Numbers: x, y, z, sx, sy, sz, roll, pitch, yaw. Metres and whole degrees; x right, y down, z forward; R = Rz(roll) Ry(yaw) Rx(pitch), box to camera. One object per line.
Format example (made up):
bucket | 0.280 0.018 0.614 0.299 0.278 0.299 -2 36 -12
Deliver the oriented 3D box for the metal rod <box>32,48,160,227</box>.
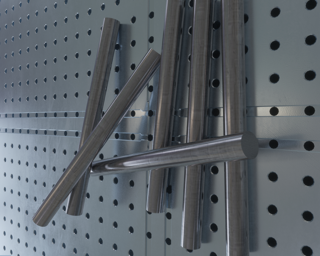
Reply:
metal rod | -0.090 0.019 0.437 0.025 0.025 0.299 42 101 32

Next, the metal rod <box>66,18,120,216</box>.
metal rod | -0.102 -0.017 0.472 0.025 0.025 0.299 12 90 39

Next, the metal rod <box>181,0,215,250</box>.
metal rod | 0.045 -0.006 0.372 0.025 0.025 0.298 5 93 40

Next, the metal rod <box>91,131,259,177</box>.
metal rod | -0.014 0.040 0.386 0.299 0.025 0.025 -15 80 50

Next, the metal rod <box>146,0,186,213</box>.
metal rod | 0.008 -0.038 0.403 0.025 0.025 0.298 9 96 40

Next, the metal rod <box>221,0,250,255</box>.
metal rod | 0.082 -0.010 0.341 0.025 0.025 0.298 -2 89 40
